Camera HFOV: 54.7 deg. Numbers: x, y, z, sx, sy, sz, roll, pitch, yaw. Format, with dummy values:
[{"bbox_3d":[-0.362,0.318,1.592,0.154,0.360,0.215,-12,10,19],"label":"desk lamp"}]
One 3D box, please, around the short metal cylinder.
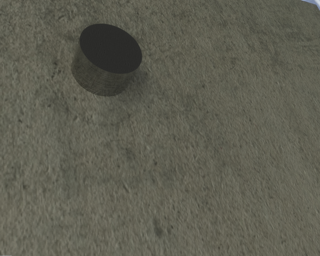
[{"bbox_3d":[-0.070,-0.088,0.405,0.081,0.050,0.080,14,56,-21],"label":"short metal cylinder"}]
